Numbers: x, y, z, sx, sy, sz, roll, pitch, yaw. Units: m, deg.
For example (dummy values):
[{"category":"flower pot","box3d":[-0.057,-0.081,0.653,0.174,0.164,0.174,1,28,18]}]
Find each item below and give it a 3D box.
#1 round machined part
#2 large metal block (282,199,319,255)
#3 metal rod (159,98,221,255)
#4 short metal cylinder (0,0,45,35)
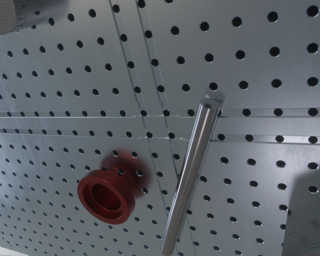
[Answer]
[{"category":"round machined part","box3d":[-0.084,0.108,0.511,0.098,0.042,0.097,13,124,21]},{"category":"large metal block","box3d":[0.193,0.126,0.352,0.050,0.080,0.080,48,129,-6]},{"category":"metal rod","box3d":[0.035,0.090,0.448,0.025,0.025,0.298,22,127,15]},{"category":"short metal cylinder","box3d":[-0.197,-0.165,0.397,0.080,0.050,0.079,13,124,21]}]
